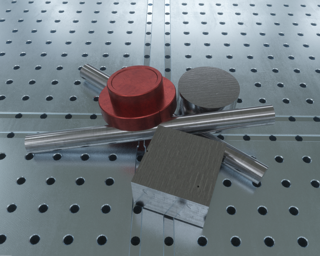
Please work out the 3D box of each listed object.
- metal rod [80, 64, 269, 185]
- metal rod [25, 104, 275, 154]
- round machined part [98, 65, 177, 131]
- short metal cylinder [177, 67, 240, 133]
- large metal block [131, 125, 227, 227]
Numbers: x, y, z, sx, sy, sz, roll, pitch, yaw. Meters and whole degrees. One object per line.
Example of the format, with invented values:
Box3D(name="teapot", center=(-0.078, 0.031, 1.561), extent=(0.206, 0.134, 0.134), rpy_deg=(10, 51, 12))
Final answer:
Box3D(name="metal rod", center=(0.003, -0.016, 0.421), extent=(0.300, 0.025, 0.025), rpy_deg=(31, 57, 23))
Box3D(name="metal rod", center=(-0.014, 0.002, 0.382), extent=(0.302, 0.025, 0.025), rpy_deg=(-7, 50, 3))
Box3D(name="round machined part", center=(-0.029, -0.044, 0.389), extent=(0.099, 0.042, 0.098), rpy_deg=(-4, 41, 4))
Box3D(name="short metal cylinder", center=(0.064, -0.039, 0.424), extent=(0.081, 0.050, 0.080), rpy_deg=(0, 50, 0))
Box3D(name="large metal block", center=(0.022, 0.052, 0.345), extent=(0.080, 0.050, 0.080), rpy_deg=(16, 52, 12))
